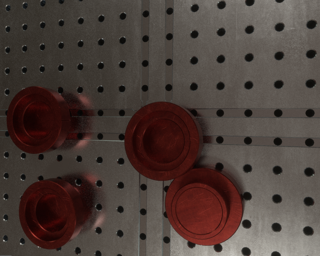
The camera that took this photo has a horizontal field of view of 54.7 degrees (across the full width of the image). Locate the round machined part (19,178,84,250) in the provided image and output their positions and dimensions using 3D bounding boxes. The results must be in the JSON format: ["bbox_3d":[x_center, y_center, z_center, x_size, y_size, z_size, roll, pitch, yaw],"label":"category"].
[{"bbox_3d":[-0.153,0.122,0.456,0.098,0.042,0.097,0,90,19],"label":"round machined part"}]

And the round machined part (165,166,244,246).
[{"bbox_3d":[0.052,0.098,0.385,0.098,0.042,0.097,0,90,19],"label":"round machined part"}]

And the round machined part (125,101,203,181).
[{"bbox_3d":[0.008,0.017,0.399,0.098,0.042,0.097,-1,88,21],"label":"round machined part"}]

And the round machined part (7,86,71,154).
[{"bbox_3d":[-0.175,-0.012,0.463,0.098,0.042,0.097,0,90,19],"label":"round machined part"}]
